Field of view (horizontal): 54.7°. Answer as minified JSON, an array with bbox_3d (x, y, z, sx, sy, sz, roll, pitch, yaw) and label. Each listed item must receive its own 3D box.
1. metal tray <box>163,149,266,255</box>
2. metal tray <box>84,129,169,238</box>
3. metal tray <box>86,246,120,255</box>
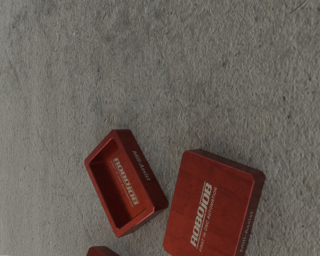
[{"bbox_3d":[0.058,0.098,0.354,0.090,0.030,0.129,19,102,38],"label":"metal tray"},{"bbox_3d":[-0.053,0.077,0.445,0.090,0.030,0.130,-44,64,31],"label":"metal tray"},{"bbox_3d":[-0.085,0.250,0.444,0.090,0.030,0.130,16,82,36],"label":"metal tray"}]
